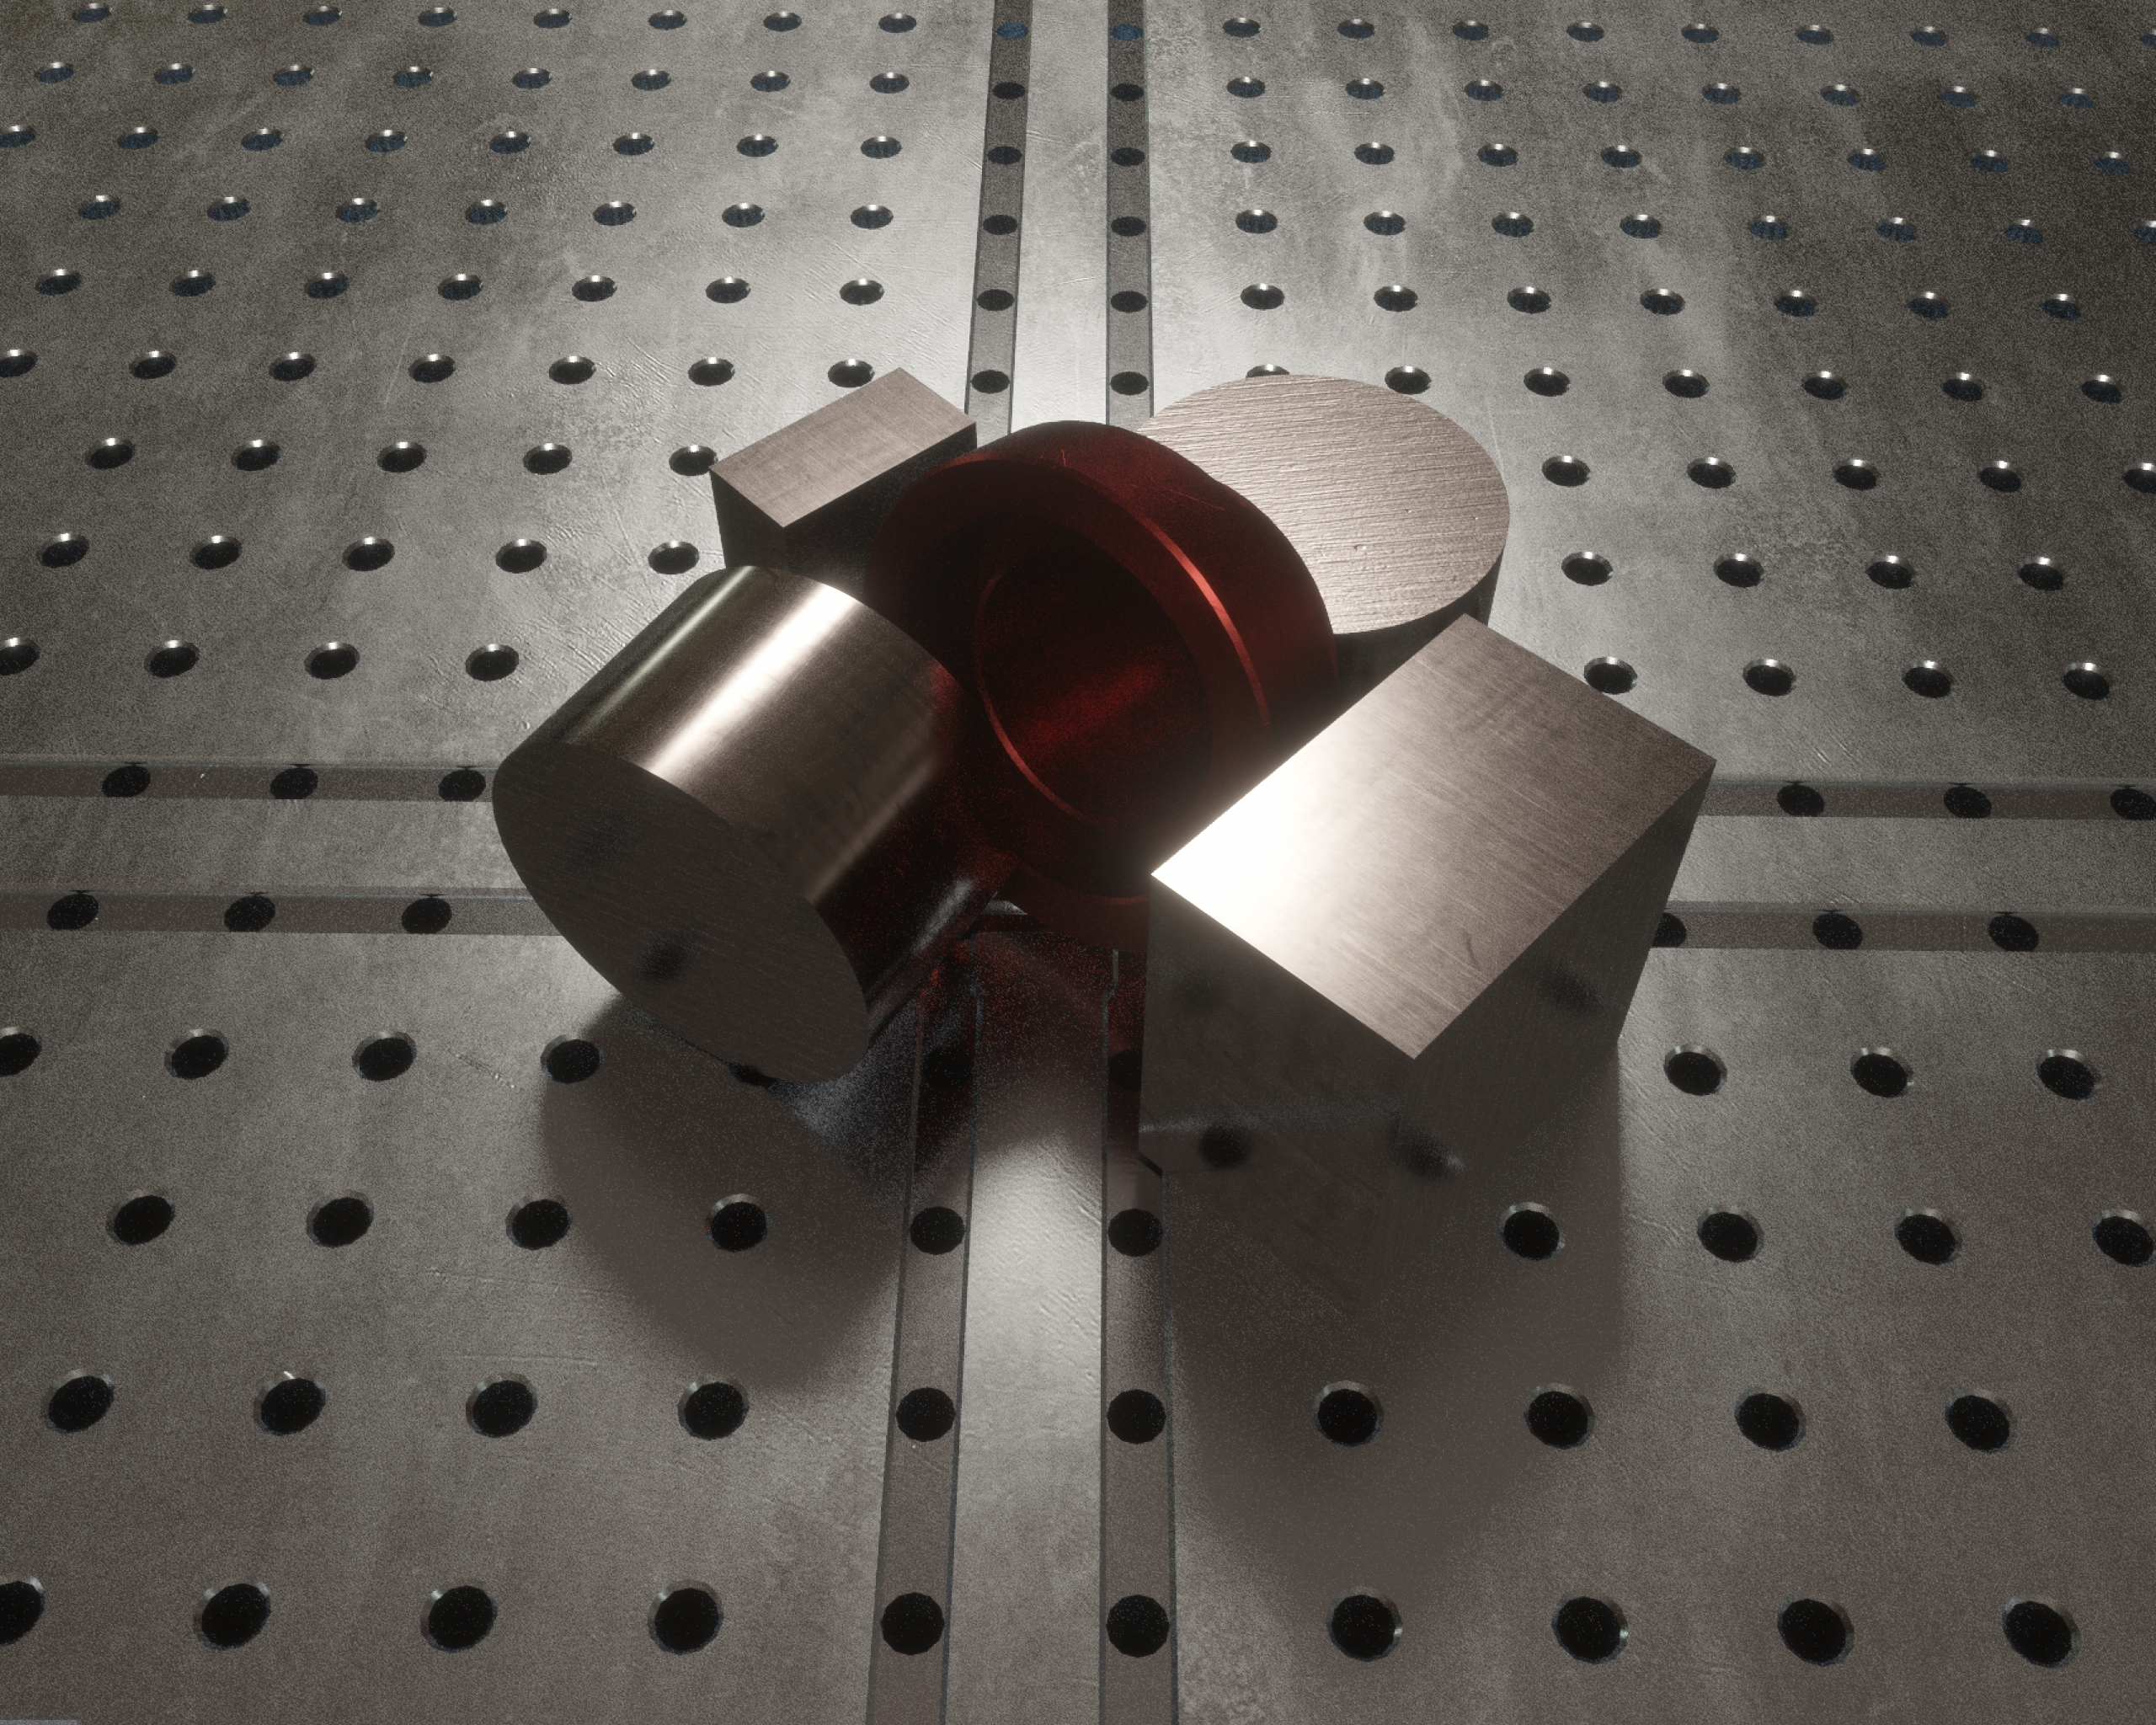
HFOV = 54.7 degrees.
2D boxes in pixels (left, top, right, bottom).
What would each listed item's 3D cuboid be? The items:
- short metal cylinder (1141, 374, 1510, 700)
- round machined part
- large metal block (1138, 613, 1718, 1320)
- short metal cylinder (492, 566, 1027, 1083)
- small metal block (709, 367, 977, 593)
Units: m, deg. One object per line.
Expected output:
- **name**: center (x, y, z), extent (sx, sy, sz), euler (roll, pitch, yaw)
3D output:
- **short metal cylinder**: center (0.047, -0.058, 0.440), extent (0.081, 0.050, 0.080), euler (0, 50, 0)
- **round machined part**: center (0.009, -0.036, 0.391), extent (0.098, 0.097, 0.042), euler (34, 45, 24)
- **large metal block**: center (0.057, 0.018, 0.358), extent (0.050, 0.080, 0.080), euler (36, 58, 26)
- **short metal cylinder**: center (-0.057, -0.006, 0.376), extent (0.080, 0.080, 0.050), euler (25, 54, 19)
- **small metal block**: center (-0.048, -0.071, 0.450), extent (0.050, 0.050, 0.025), euler (-35, 59, -26)
